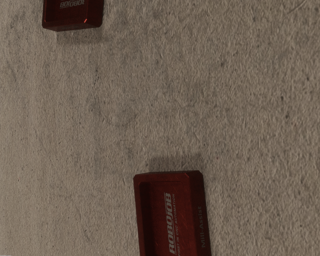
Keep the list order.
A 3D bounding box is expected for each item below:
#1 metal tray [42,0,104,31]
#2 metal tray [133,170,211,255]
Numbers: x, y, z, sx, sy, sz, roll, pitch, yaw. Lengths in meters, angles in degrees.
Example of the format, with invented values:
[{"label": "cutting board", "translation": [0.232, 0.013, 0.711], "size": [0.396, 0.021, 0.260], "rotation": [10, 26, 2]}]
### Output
[{"label": "metal tray", "translation": [-0.148, -0.214, 0.520], "size": [0.130, 0.030, 0.089], "rotation": [10, 96, 39]}, {"label": "metal tray", "translation": [0.014, 0.121, 0.388], "size": [0.090, 0.030, 0.129], "rotation": [-9, 84, 39]}]
